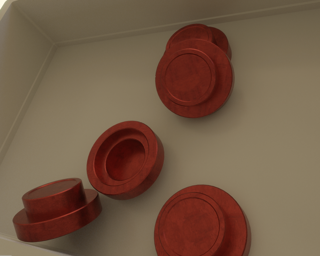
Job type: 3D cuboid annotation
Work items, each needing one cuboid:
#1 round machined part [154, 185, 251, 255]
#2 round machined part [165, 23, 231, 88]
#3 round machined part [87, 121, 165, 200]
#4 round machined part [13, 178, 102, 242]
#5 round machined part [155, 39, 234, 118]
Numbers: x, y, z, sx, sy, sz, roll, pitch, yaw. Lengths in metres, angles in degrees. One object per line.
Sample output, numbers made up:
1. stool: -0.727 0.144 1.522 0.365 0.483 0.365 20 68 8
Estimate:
1. round machined part: 0.038 0.104 0.311 0.098 0.042 0.098 -13 56 21
2. round machined part: 0.047 -0.107 0.436 0.098 0.042 0.098 -13 56 21
3. round machined part: -0.039 0.043 0.389 0.098 0.042 0.098 -13 56 21
4. round machined part: -0.122 0.090 0.366 0.098 0.098 0.042 -9 98 23
5. round machined part: 0.039 -0.061 0.382 0.098 0.042 0.097 2 95 20
